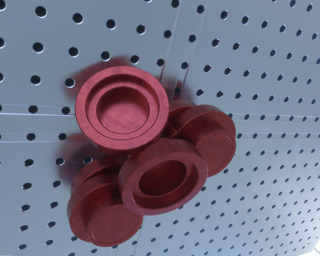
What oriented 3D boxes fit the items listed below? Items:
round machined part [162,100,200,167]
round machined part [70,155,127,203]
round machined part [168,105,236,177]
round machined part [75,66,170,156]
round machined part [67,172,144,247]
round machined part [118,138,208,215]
[{"bbox_3d":[0.026,0.017,0.397,0.099,0.042,0.097,-14,124,-21],"label":"round machined part"},{"bbox_3d":[-0.059,0.086,0.393,0.099,0.042,0.097,-14,124,-21],"label":"round machined part"},{"bbox_3d":[0.055,0.023,0.388,0.099,0.042,0.097,-14,124,-21],"label":"round machined part"},{"bbox_3d":[-0.040,-0.016,0.343,0.099,0.098,0.042,-25,163,-13],"label":"round machined part"},{"bbox_3d":[-0.059,0.105,0.377,0.099,0.042,0.097,-14,124,-21],"label":"round machined part"},{"bbox_3d":[0.000,0.050,0.347,0.099,0.042,0.097,-13,131,-15],"label":"round machined part"}]
